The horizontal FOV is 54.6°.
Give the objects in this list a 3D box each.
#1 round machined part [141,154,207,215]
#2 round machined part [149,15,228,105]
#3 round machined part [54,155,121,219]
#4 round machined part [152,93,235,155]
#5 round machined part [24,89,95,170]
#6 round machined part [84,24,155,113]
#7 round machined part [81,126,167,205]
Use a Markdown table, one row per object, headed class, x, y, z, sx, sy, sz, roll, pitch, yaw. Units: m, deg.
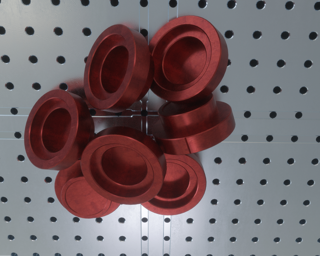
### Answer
| class | x | y | z | sx | sy | sz | roll | pitch | yaw |
| --- | --- | --- | --- | --- | --- | --- | --- | --- | --- |
| round machined part | 0.012 | 0.068 | 0.429 | 0.099 | 0.042 | 0.097 | 0 | 110 | 0 |
| round machined part | 0.033 | -0.075 | 0.359 | 0.098 | 0.042 | 0.098 | -6 | 79 | 32 |
| round machined part | -0.099 | 0.087 | 0.436 | 0.099 | 0.042 | 0.097 | 0 | 110 | -1 |
| round machined part | 0.036 | -0.012 | 0.369 | 0.098 | 0.098 | 0.042 | -18 | 112 | 6 |
| round machined part | -0.121 | 0.004 | 0.387 | 0.098 | 0.098 | 0.042 | -48 | 148 | 15 |
| round machined part | -0.044 | -0.065 | 0.361 | 0.042 | 0.098 | 0.098 | 11 | 115 | -44 |
| round machined part | -0.040 | 0.040 | 0.370 | 0.098 | 0.042 | 0.097 | 5 | 119 | 10 |
